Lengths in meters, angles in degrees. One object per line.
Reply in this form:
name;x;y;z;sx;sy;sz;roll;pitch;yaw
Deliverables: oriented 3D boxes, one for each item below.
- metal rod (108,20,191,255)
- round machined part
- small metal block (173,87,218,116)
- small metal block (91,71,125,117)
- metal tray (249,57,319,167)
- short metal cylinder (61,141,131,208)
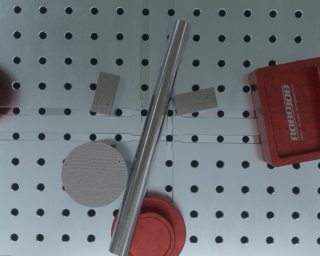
metal rod;-0.010;0.005;0.389;0.025;0.025;0.299;15;81;0
round machined part;-0.015;0.139;0.405;0.099;0.042;0.097;0;90;0
small metal block;0.044;-0.033;0.401;0.050;0.050;0.025;-12;90;0
small metal block;-0.066;-0.042;0.400;0.025;0.050;0.050;14;90;0
metal tray;0.177;-0.021;0.411;0.091;0.030;0.129;-11;90;0
short metal cylinder;-0.079;0.056;0.400;0.081;0.050;0.080;0;90;0
